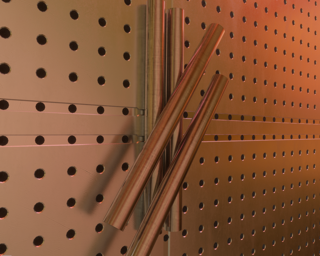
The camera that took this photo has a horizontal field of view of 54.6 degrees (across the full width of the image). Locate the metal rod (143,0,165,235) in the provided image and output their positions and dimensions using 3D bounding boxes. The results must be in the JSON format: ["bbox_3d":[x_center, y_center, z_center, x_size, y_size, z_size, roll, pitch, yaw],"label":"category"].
[{"bbox_3d":[-0.008,-0.014,0.402,0.025,0.025,0.298,1,89,-40],"label":"metal rod"}]

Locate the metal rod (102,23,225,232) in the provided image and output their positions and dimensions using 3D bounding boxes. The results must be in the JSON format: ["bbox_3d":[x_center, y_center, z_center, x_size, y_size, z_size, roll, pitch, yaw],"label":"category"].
[{"bbox_3d":[0.015,-0.017,0.389,0.025,0.025,0.300,42,65,-32],"label":"metal rod"}]

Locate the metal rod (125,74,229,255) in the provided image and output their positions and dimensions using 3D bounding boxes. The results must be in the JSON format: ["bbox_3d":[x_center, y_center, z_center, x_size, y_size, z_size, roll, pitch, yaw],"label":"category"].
[{"bbox_3d":[0.023,0.053,0.394,0.025,0.025,0.300,42,65,-32],"label":"metal rod"}]

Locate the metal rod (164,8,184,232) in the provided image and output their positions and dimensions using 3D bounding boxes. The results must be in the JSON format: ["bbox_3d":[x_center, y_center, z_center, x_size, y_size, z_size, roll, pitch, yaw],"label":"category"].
[{"bbox_3d":[0.019,-0.011,0.425,0.025,0.025,0.298,1,89,-40],"label":"metal rod"}]
